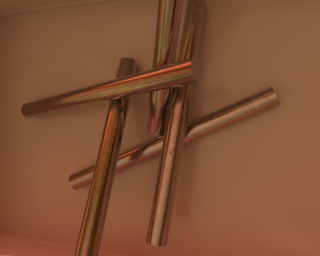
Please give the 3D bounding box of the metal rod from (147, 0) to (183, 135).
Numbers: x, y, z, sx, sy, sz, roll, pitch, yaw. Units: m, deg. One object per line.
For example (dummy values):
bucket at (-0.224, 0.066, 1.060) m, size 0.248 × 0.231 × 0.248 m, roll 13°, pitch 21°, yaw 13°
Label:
metal rod at (0.009, -0.116, 0.325) m, size 0.025 × 0.025 × 0.298 m, roll 22°, pitch 130°, yaw 18°

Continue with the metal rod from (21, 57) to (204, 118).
metal rod at (-0.084, -0.043, 0.398) m, size 0.300 × 0.025 × 0.025 m, roll -7°, pitch 88°, yaw 35°

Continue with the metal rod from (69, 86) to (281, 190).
metal rod at (0.005, 0.021, 0.408) m, size 0.300 × 0.025 × 0.025 m, roll -24°, pitch 82°, yaw 18°

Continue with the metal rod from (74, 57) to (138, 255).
metal rod at (-0.065, 0.046, 0.370) m, size 0.025 × 0.025 × 0.299 m, roll 0°, pitch 66°, yaw 20°

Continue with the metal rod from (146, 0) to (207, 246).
metal rod at (0.021, -0.012, 0.378) m, size 0.025 × 0.025 × 0.299 m, roll 8°, pitch 83°, yaw 20°
